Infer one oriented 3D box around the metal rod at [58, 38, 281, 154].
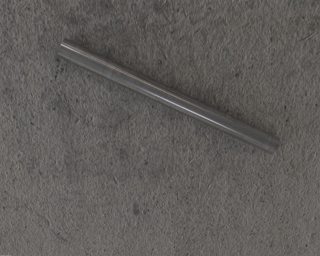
[{"bbox_3d":[0.019,-0.036,0.396,0.301,0.025,0.025,24,108,-9],"label":"metal rod"}]
